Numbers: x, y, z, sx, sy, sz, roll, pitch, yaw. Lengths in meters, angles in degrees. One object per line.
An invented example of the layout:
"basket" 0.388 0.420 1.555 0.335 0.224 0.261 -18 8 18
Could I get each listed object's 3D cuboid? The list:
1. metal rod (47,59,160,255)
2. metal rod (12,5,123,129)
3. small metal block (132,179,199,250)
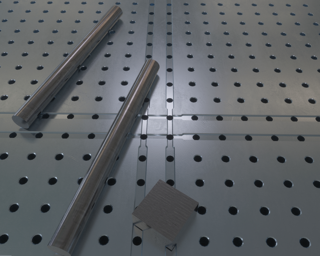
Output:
"metal rod" -0.056 0.011 0.397 0.025 0.025 0.300 13 51 11
"metal rod" -0.134 -0.116 0.503 0.025 0.025 0.301 16 52 13
"small metal block" 0.006 0.091 0.331 0.050 0.025 0.050 28 55 21
